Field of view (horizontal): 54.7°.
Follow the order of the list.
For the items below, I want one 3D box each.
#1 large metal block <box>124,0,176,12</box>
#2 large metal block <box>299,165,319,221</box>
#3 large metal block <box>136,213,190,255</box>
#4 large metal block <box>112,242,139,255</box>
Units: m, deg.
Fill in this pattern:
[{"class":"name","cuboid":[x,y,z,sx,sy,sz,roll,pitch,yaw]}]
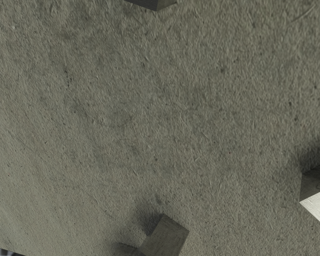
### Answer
[{"class":"large metal block","cuboid":[-0.021,-0.169,0.297,0.080,0.050,0.079,24,127,13]},{"class":"large metal block","cuboid":[0.209,0.072,0.325,0.080,0.050,0.080,43,129,-2]},{"class":"large metal block","cuboid":[-0.004,0.200,0.497,0.050,0.080,0.079,34,129,6]},{"class":"large metal block","cuboid":[-0.066,0.279,0.579,0.050,0.080,0.079,8,122,24]}]
